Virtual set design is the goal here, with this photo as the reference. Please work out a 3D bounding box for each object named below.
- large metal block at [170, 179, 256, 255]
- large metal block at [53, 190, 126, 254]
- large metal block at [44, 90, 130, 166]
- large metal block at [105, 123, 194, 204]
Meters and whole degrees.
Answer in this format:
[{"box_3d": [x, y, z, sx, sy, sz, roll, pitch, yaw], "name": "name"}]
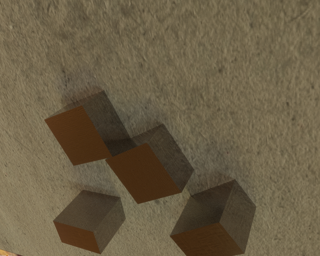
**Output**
[{"box_3d": [0.072, 0.123, 0.409, 0.080, 0.080, 0.050, -31, 101, 37], "name": "large metal block"}, {"box_3d": [-0.117, 0.156, 0.528, 0.080, 0.080, 0.050, 5, 121, 25], "name": "large metal block"}, {"box_3d": [-0.103, 0.002, 0.444, 0.080, 0.050, 0.080, -15, 111, 34], "name": "large metal block"}, {"box_3d": [-0.014, 0.051, 0.428, 0.080, 0.050, 0.080, -24, 106, 36], "name": "large metal block"}]
